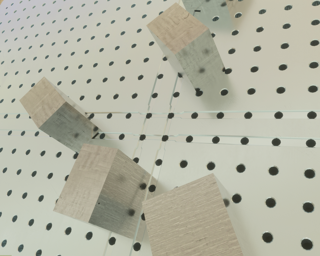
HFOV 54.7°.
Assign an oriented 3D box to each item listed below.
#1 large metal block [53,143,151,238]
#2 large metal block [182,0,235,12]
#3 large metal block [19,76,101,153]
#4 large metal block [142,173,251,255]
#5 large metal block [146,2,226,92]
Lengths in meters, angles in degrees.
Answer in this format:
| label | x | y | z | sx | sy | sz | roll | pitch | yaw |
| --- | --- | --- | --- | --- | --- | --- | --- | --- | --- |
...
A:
| label | x | y | z | sx | sy | sz | roll | pitch | yaw |
| --- | --- | --- | --- | --- | --- | --- | --- | --- | --- |
| large metal block | -0.062 | 0.073 | 0.359 | 0.050 | 0.080 | 0.080 | 6 | 65 | 30 |
| large metal block | 0.084 | -0.235 | 0.492 | 0.080 | 0.050 | 0.080 | 18 | 71 | 34 |
| large metal block | -0.148 | -0.019 | 0.460 | 0.050 | 0.080 | 0.080 | -46 | 51 | -4 |
| large metal block | 0.036 | 0.103 | 0.309 | 0.080 | 0.050 | 0.080 | -25 | 53 | 12 |
| large metal block | 0.036 | -0.108 | 0.419 | 0.050 | 0.080 | 0.080 | -38 | 51 | 3 |
